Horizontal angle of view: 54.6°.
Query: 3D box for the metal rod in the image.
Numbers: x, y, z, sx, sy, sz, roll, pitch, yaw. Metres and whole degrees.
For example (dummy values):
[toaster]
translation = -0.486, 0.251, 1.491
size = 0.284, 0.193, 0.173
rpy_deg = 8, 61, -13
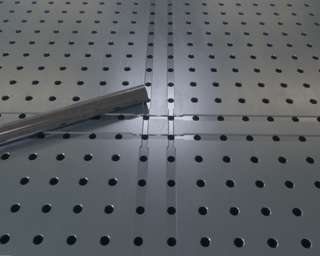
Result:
[metal rod]
translation = -0.160, -0.006, 0.411
size = 0.302, 0.025, 0.025
rpy_deg = -18, 52, -15
